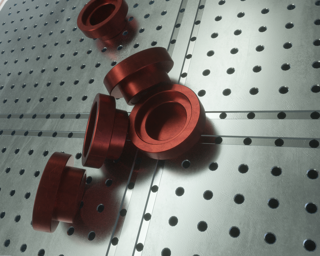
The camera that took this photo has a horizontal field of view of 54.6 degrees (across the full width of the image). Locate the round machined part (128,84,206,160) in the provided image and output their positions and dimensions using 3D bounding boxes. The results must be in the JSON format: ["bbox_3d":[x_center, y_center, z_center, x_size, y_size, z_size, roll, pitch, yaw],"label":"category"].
[{"bbox_3d":[0.011,-0.004,0.395,0.098,0.042,0.098,-13,56,21],"label":"round machined part"}]

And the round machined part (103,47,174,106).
[{"bbox_3d":[-0.024,-0.065,0.425,0.098,0.098,0.042,-29,83,9],"label":"round machined part"}]

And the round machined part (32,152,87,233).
[{"bbox_3d":[-0.121,0.081,0.389,0.042,0.098,0.098,12,62,-6],"label":"round machined part"}]

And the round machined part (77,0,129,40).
[{"bbox_3d":[-0.101,-0.203,0.577,0.098,0.042,0.098,-13,56,21],"label":"round machined part"}]

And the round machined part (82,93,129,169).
[{"bbox_3d":[-0.072,0.006,0.411,0.098,0.042,0.098,-167,90,-71],"label":"round machined part"}]
